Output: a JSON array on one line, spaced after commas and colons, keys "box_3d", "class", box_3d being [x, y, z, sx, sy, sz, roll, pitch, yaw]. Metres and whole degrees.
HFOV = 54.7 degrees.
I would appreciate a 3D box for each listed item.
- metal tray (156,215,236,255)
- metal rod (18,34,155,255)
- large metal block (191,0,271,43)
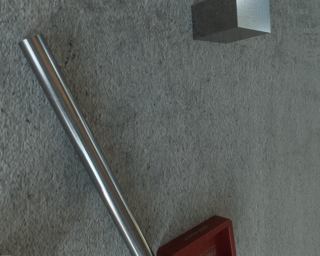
[{"box_3d": [0.059, 0.195, 0.453, 0.131, 0.030, 0.089, -15, 100, -39], "class": "metal tray"}, {"box_3d": [-0.070, 0.044, 0.347, 0.025, 0.025, 0.299, -36, 113, -34], "class": "metal rod"}, {"box_3d": [0.105, -0.161, 0.459, 0.081, 0.080, 0.050, -8, 95, -40], "class": "large metal block"}]
